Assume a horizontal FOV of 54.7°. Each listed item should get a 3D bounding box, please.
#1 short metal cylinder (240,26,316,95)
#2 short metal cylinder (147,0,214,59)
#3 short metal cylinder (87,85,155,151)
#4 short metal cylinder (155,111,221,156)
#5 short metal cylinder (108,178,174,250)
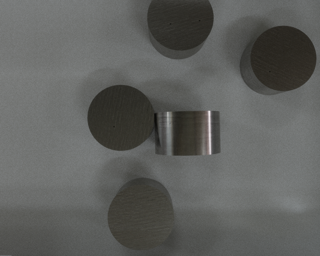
[{"bbox_3d":[0.150,-0.085,0.401,0.081,0.050,0.079,0,90,-1],"label":"short metal cylinder"},{"bbox_3d":[0.025,-0.134,0.399,0.081,0.050,0.079,0,90,-1],"label":"short metal cylinder"},{"bbox_3d":[-0.047,-0.012,0.398,0.081,0.050,0.079,0,90,1],"label":"short metal cylinder"},{"bbox_3d":[0.034,0.006,0.384,0.081,0.080,0.050,-1,90,-1],"label":"short metal cylinder"},{"bbox_3d":[-0.023,0.108,0.399,0.081,0.050,0.079,0,90,-1],"label":"short metal cylinder"}]
